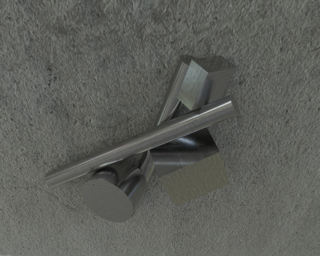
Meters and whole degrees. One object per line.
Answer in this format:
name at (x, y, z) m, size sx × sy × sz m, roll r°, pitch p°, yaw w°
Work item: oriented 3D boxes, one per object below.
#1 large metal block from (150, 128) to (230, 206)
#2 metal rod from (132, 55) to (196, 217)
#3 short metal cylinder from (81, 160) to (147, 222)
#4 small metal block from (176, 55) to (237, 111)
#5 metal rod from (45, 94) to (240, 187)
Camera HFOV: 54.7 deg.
large metal block at (0.041, 0.052, 0.418) m, size 0.080 × 0.050 × 0.080 m, roll -23°, pitch 137°, yaw 3°
metal rod at (-0.010, 0.034, 0.436) m, size 0.025 × 0.025 × 0.298 m, roll 13°, pitch 129°, yaw -11°
short metal cylinder at (-0.066, 0.090, 0.452) m, size 0.080 × 0.050 × 0.079 m, roll 11°, pitch 125°, yaw 17°
small metal block at (0.052, -0.051, 0.349) m, size 0.050 × 0.025 × 0.050 m, roll -18°, pitch 143°, yaw -40°
metal rod at (-0.041, 0.026, 0.408) m, size 0.300 × 0.025 × 0.025 m, roll -23°, pitch 127°, yaw 26°
